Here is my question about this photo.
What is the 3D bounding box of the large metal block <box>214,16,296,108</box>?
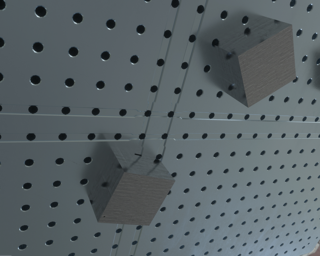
[{"bbox_3d":[0.127,-0.087,0.410,0.080,0.050,0.080,-31,129,-8],"label":"large metal block"}]

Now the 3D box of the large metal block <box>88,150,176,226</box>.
[{"bbox_3d":[-0.039,0.084,0.425,0.080,0.050,0.080,17,110,-35],"label":"large metal block"}]
